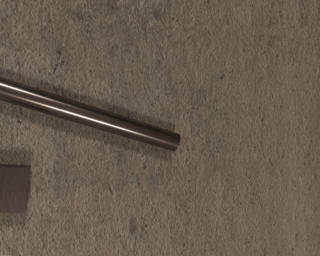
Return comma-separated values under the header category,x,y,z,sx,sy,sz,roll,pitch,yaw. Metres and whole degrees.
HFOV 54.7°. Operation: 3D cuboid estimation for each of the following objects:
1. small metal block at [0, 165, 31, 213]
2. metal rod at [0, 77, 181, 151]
category,x,y,z,sx,sy,sz,roll,pitch,yaw
small metal block,-0.174,0.067,0.345,0.050,0.025,0.050,6,88,-20
metal rod,-0.114,-0.024,0.367,0.302,0.025,0.025,18,84,-20
